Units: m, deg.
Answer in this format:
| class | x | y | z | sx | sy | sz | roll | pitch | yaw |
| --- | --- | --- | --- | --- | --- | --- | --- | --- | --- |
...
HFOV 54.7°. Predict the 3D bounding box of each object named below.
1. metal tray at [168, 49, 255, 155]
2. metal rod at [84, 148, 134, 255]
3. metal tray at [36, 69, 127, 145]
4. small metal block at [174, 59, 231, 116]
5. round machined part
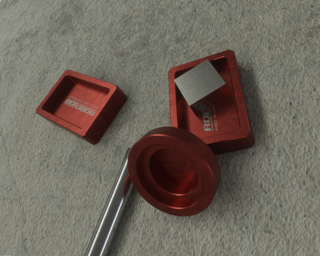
| class | x | y | z | sx | sy | sz | roll | pitch | yaw |
| --- | --- | --- | --- | --- | --- | --- | --- | --- | --- |
| metal tray | 0.059 | -0.030 | 0.386 | 0.090 | 0.030 | 0.130 | -14 | 56 | 19 |
| metal rod | -0.079 | 0.161 | 0.344 | 0.025 | 0.025 | 0.300 | 8 | 65 | 31 |
| metal tray | -0.126 | -0.037 | 0.486 | 0.130 | 0.030 | 0.090 | 22 | 73 | 35 |
| small metal block | 0.053 | -0.051 | 0.390 | 0.050 | 0.025 | 0.050 | -31 | 52 | 7 |
| round machined part | 0.018 | 0.042 | 0.334 | 0.098 | 0.097 | 0.042 | 1 | 24 | 28 |
